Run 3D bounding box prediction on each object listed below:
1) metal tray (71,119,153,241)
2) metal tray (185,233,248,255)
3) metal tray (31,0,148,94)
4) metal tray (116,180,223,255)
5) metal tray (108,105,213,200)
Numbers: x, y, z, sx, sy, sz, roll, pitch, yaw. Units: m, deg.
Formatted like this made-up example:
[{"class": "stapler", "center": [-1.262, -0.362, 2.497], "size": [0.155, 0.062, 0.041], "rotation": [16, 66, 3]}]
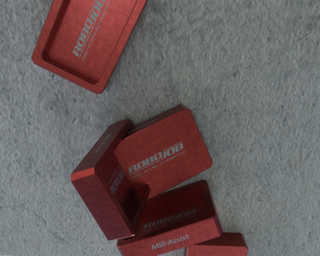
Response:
[{"class": "metal tray", "center": [-0.047, 0.055, 0.372], "size": [0.030, 0.130, 0.090], "rotation": [-19, 110, 19]}, {"class": "metal tray", "center": [0.083, 0.228, 0.493], "size": [0.091, 0.030, 0.129], "rotation": [2, 110, -2]}, {"class": "metal tray", "center": [-0.081, -0.117, 0.362], "size": [0.090, 0.030, 0.129], "rotation": [26, 108, -10]}, {"class": "metal tray", "center": [0.012, 0.124, 0.420], "size": [0.130, 0.090, 0.030], "rotation": [-20, 109, 6]}, {"class": "metal tray", "center": [-0.007, 0.037, 0.406], "size": [0.131, 0.030, 0.090], "rotation": [-27, 108, -5]}]
